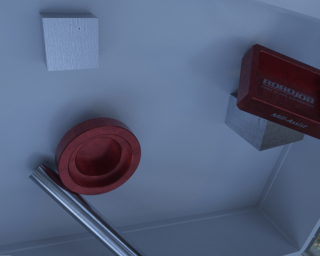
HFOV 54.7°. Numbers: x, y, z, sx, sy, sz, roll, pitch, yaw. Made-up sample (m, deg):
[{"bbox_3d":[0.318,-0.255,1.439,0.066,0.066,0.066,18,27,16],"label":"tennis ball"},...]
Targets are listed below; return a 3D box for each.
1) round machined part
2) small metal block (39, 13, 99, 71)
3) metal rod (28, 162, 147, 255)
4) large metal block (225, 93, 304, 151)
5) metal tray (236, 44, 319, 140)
[{"bbox_3d":[-0.076,0.030,0.376,0.099,0.042,0.097,-14,124,-21],"label":"round machined part"},{"bbox_3d":[-0.089,-0.086,0.307,0.050,0.025,0.050,-9,123,-24],"label":"small metal block"},{"bbox_3d":[-0.041,0.155,0.387,0.025,0.025,0.300,-44,99,2],"label":"metal rod"},{"bbox_3d":[0.154,-0.016,0.450,0.081,0.080,0.050,-11,123,-23],"label":"large metal block"},{"bbox_3d":[0.169,-0.047,0.402,0.131,0.090,0.030,19,150,-9],"label":"metal tray"}]
